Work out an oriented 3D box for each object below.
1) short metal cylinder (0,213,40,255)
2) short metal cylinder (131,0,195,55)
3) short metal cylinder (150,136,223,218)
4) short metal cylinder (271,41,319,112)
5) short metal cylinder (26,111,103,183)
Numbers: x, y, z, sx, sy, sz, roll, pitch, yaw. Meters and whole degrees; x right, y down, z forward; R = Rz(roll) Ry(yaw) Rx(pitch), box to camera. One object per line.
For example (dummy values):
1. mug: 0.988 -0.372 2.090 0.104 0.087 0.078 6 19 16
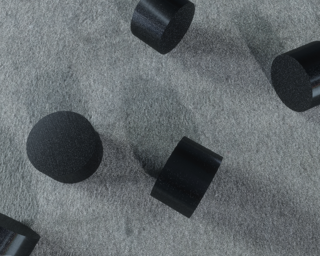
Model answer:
1. short metal cylinder: -0.179 0.124 0.332 0.080 0.080 0.050 25 72 8
2. short metal cylinder: 0.005 -0.151 0.434 0.050 0.080 0.080 38 74 12
3. short metal cylinder: 0.031 0.056 0.359 0.050 0.080 0.080 29 73 10
4. short metal cylinder: 0.192 -0.067 0.406 0.050 0.080 0.080 -23 72 -8
5. short metal cylinder: -0.115 0.025 0.384 0.081 0.050 0.080 0 70 0
